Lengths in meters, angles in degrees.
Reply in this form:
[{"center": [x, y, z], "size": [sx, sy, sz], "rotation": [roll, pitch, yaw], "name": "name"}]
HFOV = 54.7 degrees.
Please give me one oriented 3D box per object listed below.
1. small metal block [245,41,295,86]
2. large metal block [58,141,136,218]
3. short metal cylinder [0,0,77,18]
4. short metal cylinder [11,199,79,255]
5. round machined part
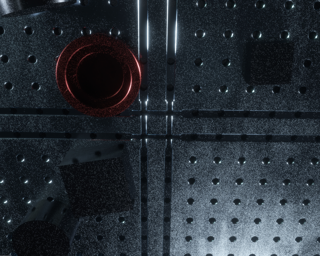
[{"center": [0.135, -0.081, 0.385], "size": [0.050, 0.025, 0.050], "rotation": [-3, 110, 1], "name": "small metal block"}, {"center": [-0.082, 0.070, 0.425], "size": [0.080, 0.050, 0.079], "rotation": [-9, 110, 3], "name": "large metal block"}, {"center": [-0.135, -0.151, 0.327], "size": [0.080, 0.080, 0.050], "rotation": [-11, 110, 4], "name": "short metal cylinder"}, {"center": [-0.166, 0.153, 0.455], "size": [0.081, 0.050, 0.079], "rotation": [0, 110, 0], "name": "short metal cylinder"}, {"center": [-0.071, -0.066, 0.379], "size": [0.099, 0.042, 0.097], "rotation": [0, 110, 0], "name": "round machined part"}]
